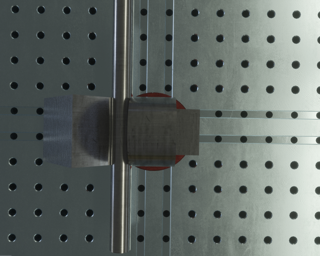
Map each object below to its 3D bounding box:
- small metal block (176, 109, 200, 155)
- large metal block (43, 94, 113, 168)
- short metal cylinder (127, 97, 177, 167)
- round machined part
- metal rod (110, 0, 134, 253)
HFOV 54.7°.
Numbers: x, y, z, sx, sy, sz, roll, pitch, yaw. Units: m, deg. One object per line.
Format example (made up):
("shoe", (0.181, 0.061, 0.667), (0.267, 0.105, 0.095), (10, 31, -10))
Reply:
("small metal block", (0.030, 0.004, 0.359), (0.025, 0.050, 0.050), (1, 90, 0))
("large metal block", (-0.102, 0.003, 0.379), (0.050, 0.080, 0.079), (1, 90, -42))
("short metal cylinder", (-0.008, 0.004, 0.356), (0.050, 0.080, 0.079), (1, 90, 0))
("round machined part", (-0.008, 0.004, 0.404), (0.099, 0.042, 0.097), (0, 90, -1))
("metal rod", (-0.046, -0.004, 0.371), (0.025, 0.025, 0.298), (1, 90, -1))
